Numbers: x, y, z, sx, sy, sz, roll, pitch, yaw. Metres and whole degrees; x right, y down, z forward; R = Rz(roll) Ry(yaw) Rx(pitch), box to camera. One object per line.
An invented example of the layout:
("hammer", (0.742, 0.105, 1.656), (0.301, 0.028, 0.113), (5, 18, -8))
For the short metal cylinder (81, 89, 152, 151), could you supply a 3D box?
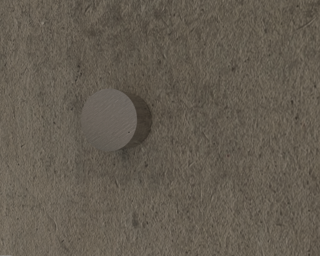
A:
("short metal cylinder", (-0.057, -0.010, 0.416), (0.080, 0.050, 0.079), (0, 90, 20))
